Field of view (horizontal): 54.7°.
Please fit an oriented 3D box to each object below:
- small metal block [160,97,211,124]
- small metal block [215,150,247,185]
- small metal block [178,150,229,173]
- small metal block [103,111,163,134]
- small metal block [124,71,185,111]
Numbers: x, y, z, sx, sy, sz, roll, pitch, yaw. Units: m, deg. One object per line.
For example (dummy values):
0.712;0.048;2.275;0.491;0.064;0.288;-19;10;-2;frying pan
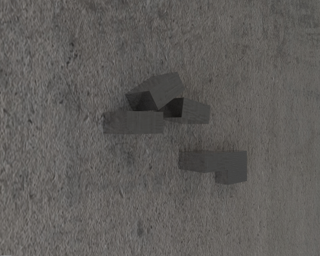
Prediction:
0.031;-0.022;0.414;0.050;0.050;0.025;12;83;-40;small metal block
0.115;0.062;0.501;0.050;0.025;0.050;-1;91;-40;small metal block
0.062;0.046;0.440;0.050;0.050;0.025;0;90;-40;small metal block
-0.032;-0.006;0.362;0.050;0.050;0.025;-1;91;-40;small metal block
-0.006;-0.044;0.383;0.050;0.050;0.025;-39;114;-33;small metal block
